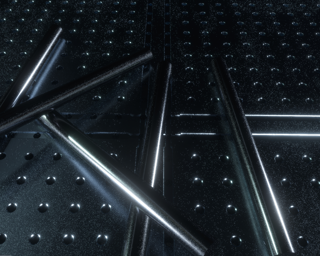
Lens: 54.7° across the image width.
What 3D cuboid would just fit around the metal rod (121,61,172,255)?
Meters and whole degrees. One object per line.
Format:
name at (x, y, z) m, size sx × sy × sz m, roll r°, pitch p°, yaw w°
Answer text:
metal rod at (-0.010, 0.018, 0.392) m, size 0.025 × 0.025 × 0.300 m, roll 5°, pitch 50°, yaw 4°

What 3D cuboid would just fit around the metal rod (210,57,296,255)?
metal rod at (0.106, 0.012, 0.399) m, size 0.025 × 0.025 × 0.300 m, roll -4°, pitch 50°, yaw -4°

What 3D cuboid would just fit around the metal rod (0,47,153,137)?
metal rod at (-0.119, -0.050, 0.418) m, size 0.025 × 0.025 × 0.302 m, roll 34°, pitch 48°, yaw 25°

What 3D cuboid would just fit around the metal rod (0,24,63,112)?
metal rod at (-0.206, -0.060, 0.455) m, size 0.025 × 0.025 × 0.300 m, roll 7°, pitch 50°, yaw 5°

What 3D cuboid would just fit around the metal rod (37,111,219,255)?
metal rod at (-0.063, 0.039, 0.349) m, size 0.300 × 0.025 × 0.025 m, roll 32°, pitch 57°, yaw 32°
